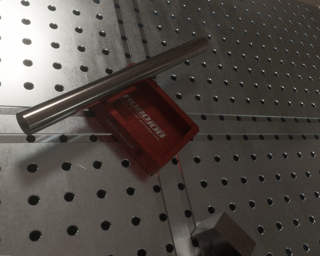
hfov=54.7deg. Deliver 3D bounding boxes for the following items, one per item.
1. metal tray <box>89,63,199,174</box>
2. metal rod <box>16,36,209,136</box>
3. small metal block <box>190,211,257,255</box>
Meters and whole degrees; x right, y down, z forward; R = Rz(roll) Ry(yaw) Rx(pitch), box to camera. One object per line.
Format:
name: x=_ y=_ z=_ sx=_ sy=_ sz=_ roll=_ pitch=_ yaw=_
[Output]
metal tray: x=-0.022 y=-0.016 z=0.403 sx=0.130 sy=0.030 sz=0.091 roll=47 pitch=51 yaw=4
metal rod: x=-0.033 y=-0.067 z=0.393 sx=0.302 sy=0.025 sz=0.025 roll=-33 pitch=80 yaw=-38
small metal block: x=0.071 y=0.128 z=0.354 sx=0.050 sy=0.050 sz=0.025 roll=45 pitch=51 yaw=3
